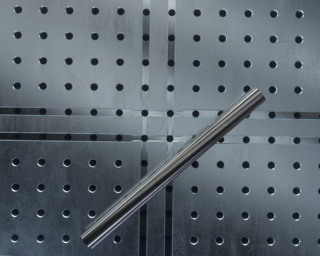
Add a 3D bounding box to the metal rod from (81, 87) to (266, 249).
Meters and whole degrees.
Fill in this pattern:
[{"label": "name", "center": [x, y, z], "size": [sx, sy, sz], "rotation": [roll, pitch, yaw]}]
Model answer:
[{"label": "metal rod", "center": [0.018, 0.052, 0.413], "size": [0.300, 0.025, 0.025], "rotation": [-40, 90, 0]}]
